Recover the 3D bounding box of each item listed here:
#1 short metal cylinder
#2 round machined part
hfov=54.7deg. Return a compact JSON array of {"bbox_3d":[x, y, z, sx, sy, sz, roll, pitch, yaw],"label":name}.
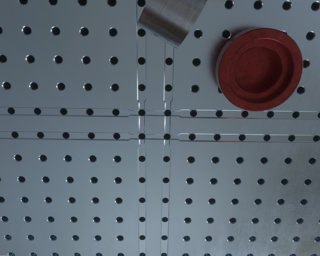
[{"bbox_3d":[0.016,-0.134,0.335,0.050,0.080,0.080,28,108,-10],"label":"short metal cylinder"},{"bbox_3d":[0.117,-0.072,0.379,0.099,0.042,0.097,0,110,-1],"label":"round machined part"}]
